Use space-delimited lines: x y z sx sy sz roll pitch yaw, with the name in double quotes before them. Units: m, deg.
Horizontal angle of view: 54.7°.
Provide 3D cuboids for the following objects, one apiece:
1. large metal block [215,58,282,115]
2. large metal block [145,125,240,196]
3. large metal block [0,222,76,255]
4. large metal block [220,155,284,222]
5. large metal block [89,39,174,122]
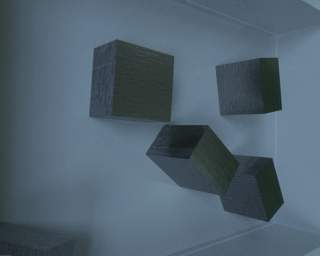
"large metal block" 0.138 -0.064 0.486 0.050 0.080 0.079 -11 98 -40
"large metal block" 0.043 0.041 0.406 0.080 0.080 0.050 47 62 -30
"large metal block" -0.126 0.129 0.257 0.050 0.080 0.080 40 58 -76
"large metal block" 0.136 0.091 0.485 0.050 0.080 0.080 -32 110 -35
"large metal block" -0.032 -0.050 0.363 0.081 0.050 0.080 5 87 -40
